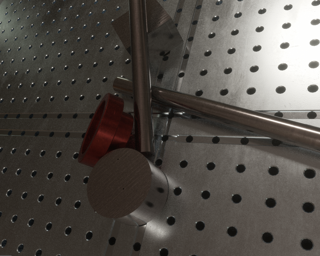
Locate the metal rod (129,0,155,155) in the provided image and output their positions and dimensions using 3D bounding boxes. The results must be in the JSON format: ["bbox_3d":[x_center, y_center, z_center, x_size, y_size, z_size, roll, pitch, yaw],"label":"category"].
[{"bbox_3d":[-0.029,-0.112,0.435,0.025,0.025,0.299,-10,74,22],"label":"metal rod"}]

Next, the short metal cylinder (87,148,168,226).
[{"bbox_3d":[-0.037,0.070,0.364,0.080,0.050,0.080,-10,61,19],"label":"short metal cylinder"}]

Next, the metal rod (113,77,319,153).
[{"bbox_3d":[0.053,-0.026,0.395,0.300,0.025,0.025,19,72,35],"label":"metal rod"}]

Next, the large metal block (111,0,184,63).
[{"bbox_3d":[-0.021,-0.154,0.496,0.080,0.050,0.080,-33,52,6],"label":"large metal block"}]

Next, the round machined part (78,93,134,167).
[{"bbox_3d":[-0.068,0.006,0.407,0.097,0.042,0.098,-53,23,35],"label":"round machined part"}]
